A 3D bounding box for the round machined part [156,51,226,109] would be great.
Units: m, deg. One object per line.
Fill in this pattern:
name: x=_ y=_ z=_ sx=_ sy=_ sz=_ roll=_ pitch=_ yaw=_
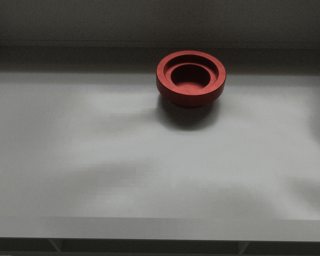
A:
round machined part: x=0.044 y=-0.066 z=0.450 sx=0.099 sy=0.042 sz=0.098 roll=0 pitch=50 yaw=0
